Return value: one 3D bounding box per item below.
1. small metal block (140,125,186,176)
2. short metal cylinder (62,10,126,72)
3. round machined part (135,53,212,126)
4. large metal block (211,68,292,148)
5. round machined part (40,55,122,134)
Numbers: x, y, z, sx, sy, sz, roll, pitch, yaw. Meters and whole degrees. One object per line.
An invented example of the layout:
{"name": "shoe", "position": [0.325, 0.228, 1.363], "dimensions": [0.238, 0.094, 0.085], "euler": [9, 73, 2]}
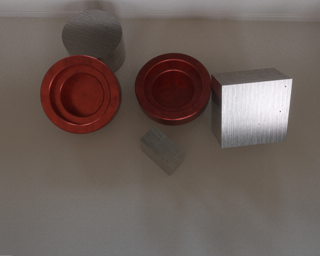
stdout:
{"name": "small metal block", "position": [0.003, 0.030, 0.386], "dimensions": [0.050, 0.050, 0.025], "euler": [41, 75, 13]}
{"name": "short metal cylinder", "position": [-0.091, -0.118, 0.438], "dimensions": [0.081, 0.050, 0.080], "euler": [0, 70, 0]}
{"name": "round machined part", "position": [0.018, -0.048, 0.416], "dimensions": [0.099, 0.042, 0.098], "euler": [-1, 69, 3]}
{"name": "large metal block", "position": [0.110, -0.026, 0.385], "dimensions": [0.081, 0.079, 0.050], "euler": [-6, 25, -3]}
{"name": "round machined part", "position": [-0.099, -0.042, 0.403], "dimensions": [0.099, 0.042, 0.097], "euler": [0, 93, 1]}
